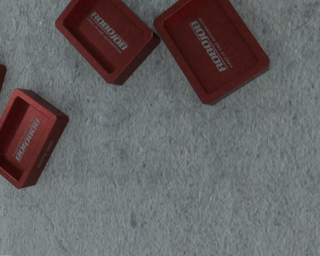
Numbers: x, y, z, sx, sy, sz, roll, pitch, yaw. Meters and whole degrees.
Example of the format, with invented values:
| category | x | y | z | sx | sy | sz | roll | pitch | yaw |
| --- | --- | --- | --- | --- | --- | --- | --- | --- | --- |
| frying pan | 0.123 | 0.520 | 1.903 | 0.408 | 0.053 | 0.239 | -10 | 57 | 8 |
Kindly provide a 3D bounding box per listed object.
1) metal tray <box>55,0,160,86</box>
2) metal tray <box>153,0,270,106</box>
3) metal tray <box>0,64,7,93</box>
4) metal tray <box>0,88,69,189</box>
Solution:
| category | x | y | z | sx | sy | sz | roll | pitch | yaw |
| --- | --- | --- | --- | --- | --- | --- | --- | --- | --- |
| metal tray | -0.075 | -0.134 | 0.431 | 0.090 | 0.030 | 0.130 | -46 | 76 | 14 |
| metal tray | 0.062 | -0.104 | 0.383 | 0.090 | 0.030 | 0.130 | -33 | 80 | 16 |
| metal tray | -0.316 | -0.056 | 0.515 | 0.090 | 0.030 | 0.129 | 22 | 97 | 18 |
| metal tray | -0.208 | 0.016 | 0.477 | 0.090 | 0.030 | 0.129 | 33 | 100 | 16 |
